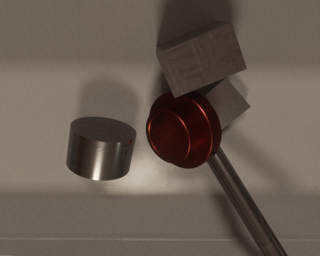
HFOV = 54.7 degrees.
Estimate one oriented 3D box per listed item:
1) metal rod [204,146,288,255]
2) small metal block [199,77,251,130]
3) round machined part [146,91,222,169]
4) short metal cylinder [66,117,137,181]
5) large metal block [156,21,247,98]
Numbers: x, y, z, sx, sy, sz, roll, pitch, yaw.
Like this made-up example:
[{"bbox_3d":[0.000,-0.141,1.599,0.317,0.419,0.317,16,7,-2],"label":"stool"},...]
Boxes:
[{"bbox_3d":[0.105,0.096,0.383,0.025,0.025,0.299,-32,82,11],"label":"metal rod"},{"bbox_3d":[0.079,-0.033,0.400,0.050,0.025,0.050,-40,106,13],"label":"small metal block"},{"bbox_3d":[0.021,0.005,0.376,0.098,0.042,0.097,18,119,38],"label":"round machined part"},{"bbox_3d":[-0.074,0.023,0.390,0.081,0.080,0.050,11,110,-5],"label":"short metal cylinder"},{"bbox_3d":[0.042,-0.081,0.353,0.080,0.080,0.050,-22,109,7],"label":"large metal block"}]
